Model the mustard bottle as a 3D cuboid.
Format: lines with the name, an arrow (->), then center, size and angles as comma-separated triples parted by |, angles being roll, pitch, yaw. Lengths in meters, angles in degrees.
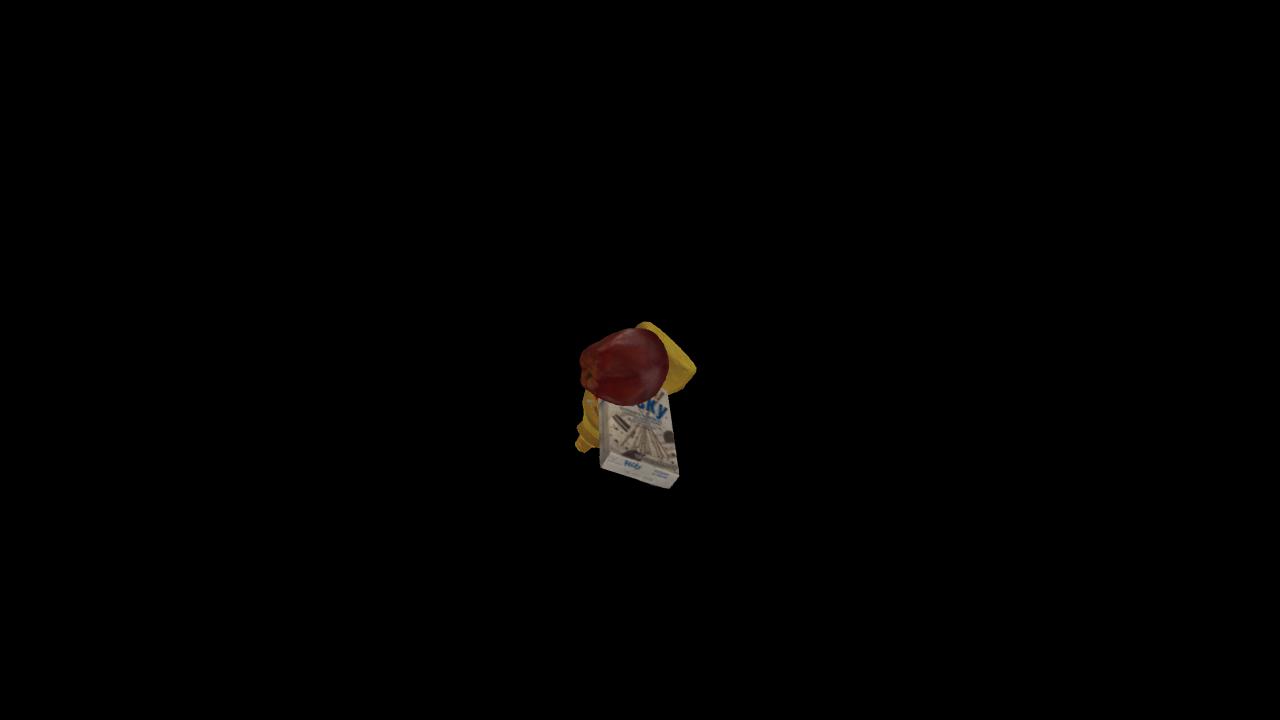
mustard bottle -> -0.020, 0.048, 0.760 | 0.092, 0.184, 0.054 | 44, 18, 8

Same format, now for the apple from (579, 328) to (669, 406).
apple -> -0.014, 0.008, 0.630 | 0.093, 0.079, 0.079 | -12, 8, -39

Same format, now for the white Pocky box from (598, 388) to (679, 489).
white Pocky box -> -0.005, 0.065, 0.673 | 0.084, 0.028, 0.154 | 21, 34, -20
